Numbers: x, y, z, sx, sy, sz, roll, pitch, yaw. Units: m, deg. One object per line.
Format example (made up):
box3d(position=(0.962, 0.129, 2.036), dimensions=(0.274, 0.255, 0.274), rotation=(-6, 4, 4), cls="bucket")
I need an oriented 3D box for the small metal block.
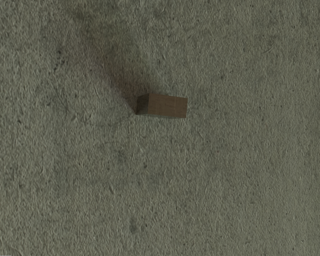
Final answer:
box3d(position=(0.001, -0.027, 0.398), dimensions=(0.050, 0.050, 0.025), rotation=(6, 88, -20), cls="small metal block")
